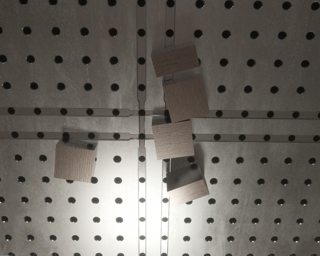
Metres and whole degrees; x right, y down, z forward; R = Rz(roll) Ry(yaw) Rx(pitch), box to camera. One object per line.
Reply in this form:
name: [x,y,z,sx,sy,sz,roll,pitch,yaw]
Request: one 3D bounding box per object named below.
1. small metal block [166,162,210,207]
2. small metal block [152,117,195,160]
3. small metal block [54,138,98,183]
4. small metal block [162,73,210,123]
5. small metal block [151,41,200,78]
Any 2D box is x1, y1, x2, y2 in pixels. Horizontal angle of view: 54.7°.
small metal block: [0.037,0.077,0.429,0.050,0.050,0.025,-21,109,7]
small metal block: [0.018,0.012,0.418,0.050,0.025,0.050,-8,110,2]
small metal block: [-0.116,0.045,0.428,0.050,0.025,0.050,9,110,-4]
small metal block: [0.033,-0.039,0.400,0.050,0.025,0.050,-13,110,4]
small metal block: [0.017,-0.083,0.370,0.050,0.050,0.025,-14,110,5]
